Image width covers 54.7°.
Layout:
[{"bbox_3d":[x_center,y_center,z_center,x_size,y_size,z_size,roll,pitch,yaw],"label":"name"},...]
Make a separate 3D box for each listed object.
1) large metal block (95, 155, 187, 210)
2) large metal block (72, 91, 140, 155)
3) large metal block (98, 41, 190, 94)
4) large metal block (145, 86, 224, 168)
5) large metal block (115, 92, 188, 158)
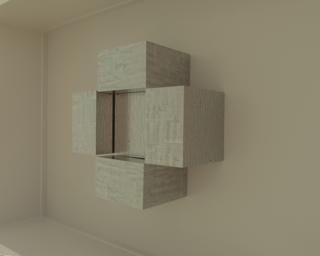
[{"bbox_3d":[-0.023,0.061,0.388,0.080,0.081,0.050,3,92,40],"label":"large metal block"},{"bbox_3d":[-0.072,-0.007,0.430,0.050,0.081,0.080,1,91,40],"label":"large metal block"},{"bbox_3d":[-0.020,-0.069,0.385,0.080,0.081,0.050,1,91,40],"label":"large metal block"},{"bbox_3d":[0.029,-0.002,0.346,0.050,0.081,0.080,1,91,40],"label":"large metal block"},{"bbox_3d":[-0.012,-0.004,0.397,0.080,0.050,0.080,1,91,40],"label":"large metal block"}]
